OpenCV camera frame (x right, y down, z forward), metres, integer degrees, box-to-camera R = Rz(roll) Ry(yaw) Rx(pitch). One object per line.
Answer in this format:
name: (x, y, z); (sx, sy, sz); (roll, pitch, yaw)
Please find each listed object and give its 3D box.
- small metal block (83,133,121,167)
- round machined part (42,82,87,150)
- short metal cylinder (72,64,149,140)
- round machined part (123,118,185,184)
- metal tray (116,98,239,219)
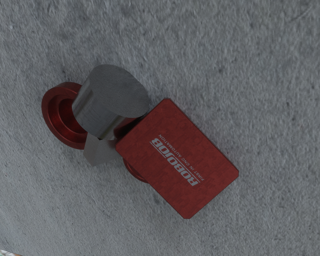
small metal block: (-0.071, 0.020, 0.417); (0.025, 0.050, 0.050); (46, 133, 28)
round machined part: (-0.116, -0.021, 0.443); (0.098, 0.042, 0.097); (13, 124, 20)
short metal cylinder: (-0.061, -0.032, 0.384); (0.080, 0.080, 0.050); (44, 129, -3)
round machined part: (-0.012, 0.038, 0.425); (0.098, 0.042, 0.097); (13, 124, 20)
metal tray: (0.021, 0.037, 0.387); (0.090, 0.030, 0.130); (-43, 95, 7)
